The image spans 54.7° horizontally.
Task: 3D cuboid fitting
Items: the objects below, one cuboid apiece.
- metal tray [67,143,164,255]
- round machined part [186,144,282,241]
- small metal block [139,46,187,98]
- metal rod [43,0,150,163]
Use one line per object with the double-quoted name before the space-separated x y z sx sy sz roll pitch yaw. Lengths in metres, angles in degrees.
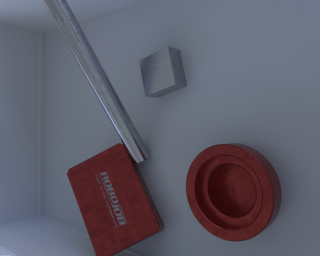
"metal tray" -0.062 0.098 0.424 0.090 0.030 0.130 -28 70 2
"round machined part" 0.080 0.065 0.329 0.098 0.042 0.097 0 90 39
"small metal block" 0.003 -0.071 0.402 0.050 0.025 0.050 -17 79 38
"metal rod" -0.092 -0.087 0.392 0.025 0.025 0.299 -16 108 39
